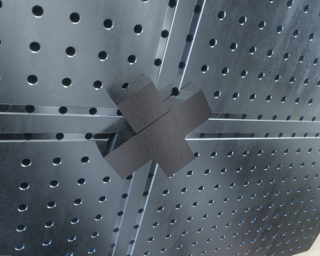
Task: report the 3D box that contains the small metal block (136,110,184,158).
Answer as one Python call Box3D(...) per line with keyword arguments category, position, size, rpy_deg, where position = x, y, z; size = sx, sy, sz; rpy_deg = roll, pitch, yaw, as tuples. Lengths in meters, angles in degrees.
Box3D(category="small metal block", position=(-0.003, 0.004, 0.412), size=(0.050, 0.025, 0.050), rpy_deg=(-36, 129, -5))

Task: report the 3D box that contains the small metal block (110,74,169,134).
Box3D(category="small metal block", position=(-0.024, -0.029, 0.381), size=(0.050, 0.025, 0.050), rpy_deg=(-35, 129, -5))

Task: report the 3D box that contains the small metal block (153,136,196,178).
Box3D(category="small metal block", position=(0.017, 0.036, 0.444), size=(0.050, 0.025, 0.050), rpy_deg=(-35, 129, -5))

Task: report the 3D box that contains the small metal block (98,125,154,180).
Box3D(category="small metal block", position=(-0.045, 0.033, 0.408), size=(0.050, 0.025, 0.050), rpy_deg=(-36, 129, -5))

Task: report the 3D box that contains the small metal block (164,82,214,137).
Box3D(category="small metal block", position=(0.038, -0.025, 0.417), size=(0.050, 0.025, 0.050), rpy_deg=(-36, 129, -5))
